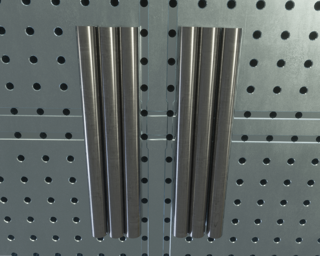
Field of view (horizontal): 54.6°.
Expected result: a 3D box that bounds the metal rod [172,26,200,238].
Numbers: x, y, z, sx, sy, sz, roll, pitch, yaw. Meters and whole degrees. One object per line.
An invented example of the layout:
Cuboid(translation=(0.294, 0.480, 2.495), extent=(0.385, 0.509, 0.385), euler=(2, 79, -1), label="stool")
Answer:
Cuboid(translation=(0.033, 0.019, 0.420), extent=(0.025, 0.025, 0.298), euler=(1, 110, 0), label="metal rod")

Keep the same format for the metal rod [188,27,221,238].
Cuboid(translation=(0.058, 0.020, 0.420), extent=(0.025, 0.025, 0.298), euler=(1, 110, 0), label="metal rod")

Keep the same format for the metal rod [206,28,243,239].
Cuboid(translation=(0.084, 0.020, 0.421), extent=(0.025, 0.025, 0.298), euler=(1, 110, 0), label="metal rod")

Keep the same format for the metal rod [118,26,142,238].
Cuboid(translation=(-0.039, 0.020, 0.420), extent=(0.025, 0.025, 0.298), euler=(1, 110, 0), label="metal rod")

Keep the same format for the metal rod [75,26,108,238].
Cuboid(translation=(-0.089, 0.019, 0.419), extent=(0.025, 0.025, 0.298), euler=(1, 110, 0), label="metal rod")

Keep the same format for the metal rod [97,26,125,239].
Cuboid(translation=(-0.064, 0.020, 0.419), extent=(0.025, 0.025, 0.298), euler=(1, 110, 0), label="metal rod")
